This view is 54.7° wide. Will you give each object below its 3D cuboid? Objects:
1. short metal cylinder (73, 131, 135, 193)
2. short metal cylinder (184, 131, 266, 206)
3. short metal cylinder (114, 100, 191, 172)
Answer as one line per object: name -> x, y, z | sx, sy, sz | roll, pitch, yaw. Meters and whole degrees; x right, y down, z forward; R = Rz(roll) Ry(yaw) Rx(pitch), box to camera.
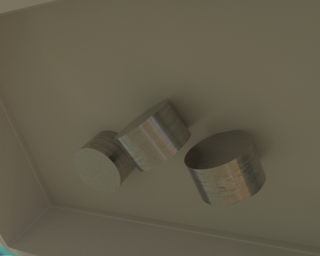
short metal cylinder -> -0.081, 0.051, 0.467 | 0.080, 0.050, 0.079 | 13, 124, 21
short metal cylinder -> 0.075, 0.045, 0.361 | 0.080, 0.080, 0.050 | -13, 112, 33
short metal cylinder -> -0.009, 0.009, 0.383 | 0.080, 0.080, 0.050 | -29, 103, 37
